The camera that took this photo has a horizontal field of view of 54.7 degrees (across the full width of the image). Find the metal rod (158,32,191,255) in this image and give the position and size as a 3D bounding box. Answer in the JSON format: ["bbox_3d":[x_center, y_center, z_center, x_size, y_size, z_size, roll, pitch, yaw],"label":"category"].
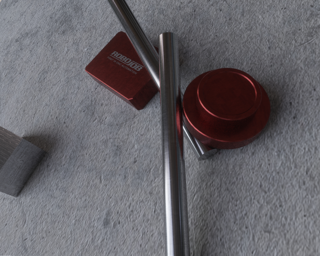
[{"bbox_3d":[0.015,0.026,0.343,0.025,0.025,0.299,-10,68,22],"label":"metal rod"}]

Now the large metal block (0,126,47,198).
[{"bbox_3d":[-0.239,0.049,0.480,0.080,0.050,0.080,19,72,35],"label":"large metal block"}]

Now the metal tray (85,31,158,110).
[{"bbox_3d":[-0.047,-0.093,0.481,0.130,0.030,0.090,35,81,38],"label":"metal tray"}]

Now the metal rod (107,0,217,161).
[{"bbox_3d":[-0.009,-0.088,0.421,0.025,0.025,0.299,-32,64,7],"label":"metal rod"}]

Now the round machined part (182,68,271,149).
[{"bbox_3d":[0.075,-0.029,0.349,0.099,0.042,0.098,-1,62,1],"label":"round machined part"}]
